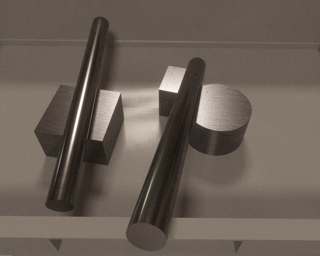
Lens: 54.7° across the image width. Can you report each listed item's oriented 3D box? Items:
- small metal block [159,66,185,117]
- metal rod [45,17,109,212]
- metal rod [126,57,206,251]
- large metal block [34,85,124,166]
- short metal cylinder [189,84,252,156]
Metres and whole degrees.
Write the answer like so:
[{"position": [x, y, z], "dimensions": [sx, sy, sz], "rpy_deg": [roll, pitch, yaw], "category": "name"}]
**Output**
[{"position": [0.017, -0.050, 0.431], "dimensions": [0.025, 0.050, 0.050], "rpy_deg": [12, 51, 10], "category": "small metal block"}, {"position": [-0.090, -0.044, 0.375], "dimensions": [0.025, 0.025, 0.300], "rpy_deg": [0, 50, 0], "category": "metal rod"}, {"position": [0.022, -0.011, 0.311], "dimensions": [0.025, 0.025, 0.301], "rpy_deg": [10, 32, 8], "category": "metal rod"}, {"position": [-0.097, -0.005, 0.392], "dimensions": [0.080, 0.050, 0.080], "rpy_deg": [8, 50, 6], "category": "large metal block"}, {"position": [0.072, -0.011, 0.399], "dimensions": [0.081, 0.050, 0.080], "rpy_deg": [0, 50, 0], "category": "short metal cylinder"}]
